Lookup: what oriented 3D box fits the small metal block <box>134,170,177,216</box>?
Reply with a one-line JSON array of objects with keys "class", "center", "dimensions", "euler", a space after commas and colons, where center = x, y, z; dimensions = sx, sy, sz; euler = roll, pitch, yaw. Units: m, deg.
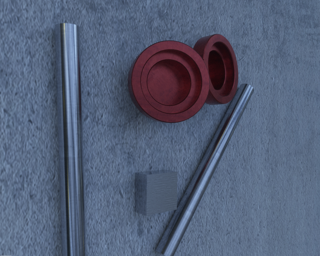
[{"class": "small metal block", "center": [-0.005, 0.082, 0.401], "dimensions": [0.050, 0.025, 0.050], "euler": [1, 89, -40]}]

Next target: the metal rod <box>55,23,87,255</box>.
[{"class": "metal rod", "center": [-0.093, 0.044, 0.326], "dimensions": [0.025, 0.025, 0.298], "euler": [-2, 92, -40]}]

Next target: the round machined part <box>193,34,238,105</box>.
[{"class": "round machined part", "center": [0.071, -0.082, 0.446], "dimensions": [0.099, 0.042, 0.097], "euler": [3, 86, -50]}]

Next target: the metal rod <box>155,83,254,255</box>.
[{"class": "metal rod", "center": [0.076, 0.050, 0.468], "dimensions": [0.025, 0.025, 0.300], "euler": [46, 63, -30]}]

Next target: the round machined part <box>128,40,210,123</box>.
[{"class": "round machined part", "center": [0.008, -0.055, 0.386], "dimensions": [0.099, 0.042, 0.097], "euler": [-1, 92, -17]}]
